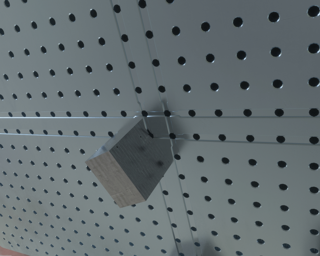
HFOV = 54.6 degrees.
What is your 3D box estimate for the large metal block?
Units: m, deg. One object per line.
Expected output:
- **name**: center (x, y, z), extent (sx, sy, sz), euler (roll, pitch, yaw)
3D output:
- **large metal block**: center (-0.041, 0.049, 0.428), extent (0.050, 0.080, 0.080), euler (-25, 105, 37)
